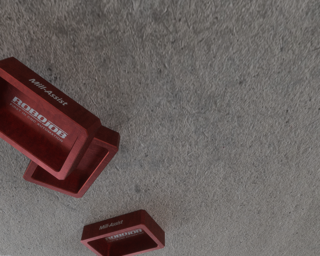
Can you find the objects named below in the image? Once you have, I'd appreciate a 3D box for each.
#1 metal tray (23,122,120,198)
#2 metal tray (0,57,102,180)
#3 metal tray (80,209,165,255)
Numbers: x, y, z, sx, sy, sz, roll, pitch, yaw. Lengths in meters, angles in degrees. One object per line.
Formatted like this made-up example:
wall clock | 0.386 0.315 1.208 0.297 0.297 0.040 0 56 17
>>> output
metal tray | -0.126 0.041 0.437 0.090 0.030 0.129 26 125 -21
metal tray | -0.143 -0.009 0.361 0.130 0.030 0.089 36 123 0
metal tray | -0.067 0.202 0.575 0.130 0.030 0.090 -20 128 16
